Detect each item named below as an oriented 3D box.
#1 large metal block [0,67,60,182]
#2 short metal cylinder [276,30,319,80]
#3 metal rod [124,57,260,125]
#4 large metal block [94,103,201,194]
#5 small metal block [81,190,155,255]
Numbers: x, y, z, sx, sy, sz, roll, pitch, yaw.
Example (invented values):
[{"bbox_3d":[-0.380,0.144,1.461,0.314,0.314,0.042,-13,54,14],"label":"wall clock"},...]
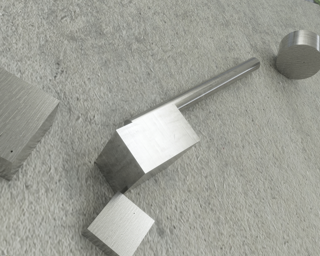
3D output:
[{"bbox_3d":[-0.160,-0.007,0.306,0.080,0.050,0.080,30,52,-9],"label":"large metal block"},{"bbox_3d":[0.270,-0.141,0.600,0.080,0.080,0.050,31,52,-9],"label":"short metal cylinder"},{"bbox_3d":[0.068,-0.058,0.475,0.302,0.025,0.025,-30,78,-38],"label":"metal rod"},{"bbox_3d":[-0.016,0.026,0.344,0.081,0.080,0.050,-27,77,-37],"label":"large metal block"},{"bbox_3d":[-0.042,0.102,0.319,0.050,0.025,0.050,40,51,-1],"label":"small metal block"}]
